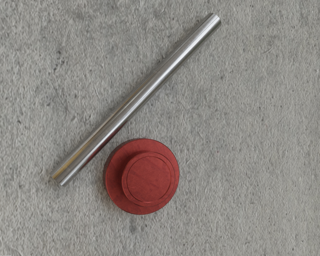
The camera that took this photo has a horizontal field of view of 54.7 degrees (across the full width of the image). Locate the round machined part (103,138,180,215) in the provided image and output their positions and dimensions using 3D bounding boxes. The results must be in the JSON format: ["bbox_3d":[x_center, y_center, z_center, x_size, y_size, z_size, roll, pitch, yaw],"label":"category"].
[{"bbox_3d":[-0.020,0.062,0.394,0.099,0.042,0.097,0,90,-21],"label":"round machined part"}]

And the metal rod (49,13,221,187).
[{"bbox_3d":[-0.022,-0.045,0.401,0.025,0.025,0.301,46,75,-15],"label":"metal rod"}]
